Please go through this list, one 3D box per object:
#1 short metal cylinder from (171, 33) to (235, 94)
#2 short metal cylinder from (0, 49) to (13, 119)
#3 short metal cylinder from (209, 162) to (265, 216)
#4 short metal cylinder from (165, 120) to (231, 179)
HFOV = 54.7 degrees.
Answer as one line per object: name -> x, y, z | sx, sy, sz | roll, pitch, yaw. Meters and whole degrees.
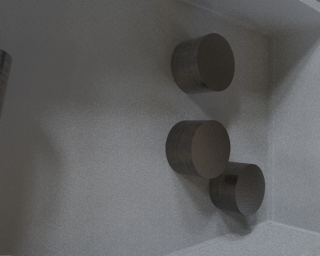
short metal cylinder -> 0.062, -0.090, 0.445 | 0.081, 0.050, 0.079 | 0, 90, -40
short metal cylinder -> -0.161, -0.039, 0.236 | 0.081, 0.080, 0.050 | 13, 82, -40
short metal cylinder -> 0.125, 0.095, 0.498 | 0.081, 0.050, 0.079 | 0, 90, -40
short metal cylinder -> 0.055, 0.029, 0.439 | 0.081, 0.050, 0.079 | 0, 90, -40
